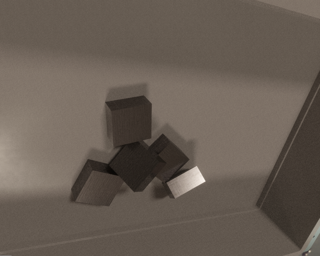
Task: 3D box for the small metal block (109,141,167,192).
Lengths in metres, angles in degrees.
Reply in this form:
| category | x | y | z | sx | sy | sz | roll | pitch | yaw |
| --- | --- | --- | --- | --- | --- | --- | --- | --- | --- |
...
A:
| category | x | y | z | sx | sy | sz | roll | pitch | yaw |
| --- | --- | --- | --- | --- | --- | --- | --- | --- | --- |
| small metal block | -0.029 | 0.047 | 0.403 | 0.050 | 0.050 | 0.025 | -50 | 157 | 6 |

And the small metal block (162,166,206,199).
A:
| category | x | y | z | sx | sy | sz | roll | pitch | yaw |
| --- | --- | --- | --- | --- | --- | --- | --- | --- | --- |
| small metal block | 0.034 | 0.082 | 0.462 | 0.050 | 0.025 | 0.050 | -27 | 172 | -12 |

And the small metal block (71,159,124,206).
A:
| category | x | y | z | sx | sy | sz | roll | pitch | yaw |
| --- | --- | --- | --- | --- | --- | --- | --- | --- | --- |
| small metal block | -0.081 | 0.074 | 0.411 | 0.050 | 0.025 | 0.050 | 20 | 108 | -36 |

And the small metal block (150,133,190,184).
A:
| category | x | y | z | sx | sy | sz | roll | pitch | yaw |
| --- | --- | --- | --- | --- | --- | --- | --- | --- | --- |
| small metal block | 0.006 | 0.044 | 0.441 | 0.050 | 0.025 | 0.050 | -45 | 130 | 2 |

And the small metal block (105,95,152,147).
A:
| category | x | y | z | sx | sy | sz | roll | pitch | yaw |
| --- | --- | --- | --- | --- | --- | --- | --- | --- | --- |
| small metal block | -0.039 | -0.009 | 0.383 | 0.050 | 0.025 | 0.050 | -12 | 124 | -22 |
